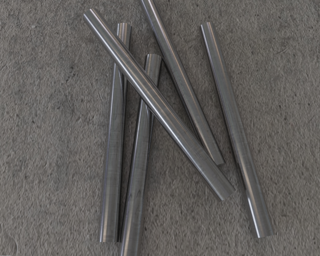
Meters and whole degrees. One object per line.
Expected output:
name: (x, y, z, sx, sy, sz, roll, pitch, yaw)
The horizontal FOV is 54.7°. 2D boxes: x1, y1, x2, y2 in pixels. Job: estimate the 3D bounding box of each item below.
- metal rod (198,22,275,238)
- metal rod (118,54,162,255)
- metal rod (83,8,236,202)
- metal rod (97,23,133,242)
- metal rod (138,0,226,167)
metal rod: (0.096, -0.012, 0.412, 0.025, 0.025, 0.299, -9, 70, -4)
metal rod: (-0.024, 0.040, 0.392, 0.025, 0.025, 0.299, 6, 70, 2)
metal rod: (-0.008, -0.038, 0.394, 0.025, 0.025, 0.299, -34, 77, -11)
metal rod: (-0.057, -0.008, 0.410, 0.025, 0.025, 0.299, 1, 70, 0)
metal rod: (0.022, -0.084, 0.438, 0.025, 0.025, 0.299, -18, 71, -7)
